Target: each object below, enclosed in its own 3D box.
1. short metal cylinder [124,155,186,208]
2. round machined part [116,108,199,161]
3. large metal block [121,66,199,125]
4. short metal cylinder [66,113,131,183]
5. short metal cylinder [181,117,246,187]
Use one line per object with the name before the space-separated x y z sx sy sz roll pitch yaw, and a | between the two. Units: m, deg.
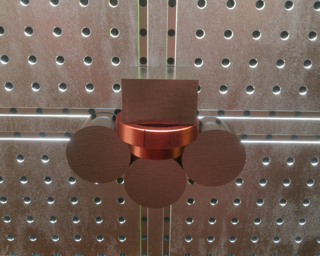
short metal cylinder | -0.006 0.062 0.423 0.081 0.050 0.079 0 110 0
round machined part | -0.003 0.006 0.375 0.099 0.098 0.042 2 110 -1
large metal block | 0.000 -0.041 0.368 0.081 0.080 0.050 1 110 -1
short metal cylinder | -0.077 0.026 0.409 0.081 0.050 0.079 0 110 0
short metal cylinder | 0.068 0.030 0.412 0.081 0.050 0.079 0 110 0
